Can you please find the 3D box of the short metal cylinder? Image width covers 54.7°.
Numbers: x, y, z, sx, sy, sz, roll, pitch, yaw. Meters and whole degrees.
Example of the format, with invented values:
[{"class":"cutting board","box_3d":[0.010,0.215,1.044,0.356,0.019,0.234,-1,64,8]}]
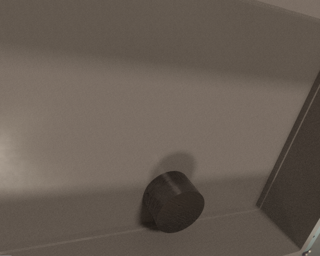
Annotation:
[{"class":"short metal cylinder","box_3d":[0.021,0.113,0.476,0.081,0.050,0.079,-14,125,-21]}]
